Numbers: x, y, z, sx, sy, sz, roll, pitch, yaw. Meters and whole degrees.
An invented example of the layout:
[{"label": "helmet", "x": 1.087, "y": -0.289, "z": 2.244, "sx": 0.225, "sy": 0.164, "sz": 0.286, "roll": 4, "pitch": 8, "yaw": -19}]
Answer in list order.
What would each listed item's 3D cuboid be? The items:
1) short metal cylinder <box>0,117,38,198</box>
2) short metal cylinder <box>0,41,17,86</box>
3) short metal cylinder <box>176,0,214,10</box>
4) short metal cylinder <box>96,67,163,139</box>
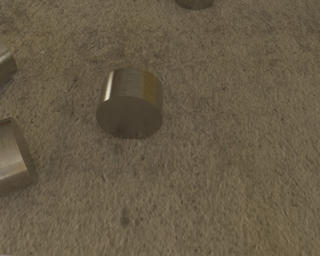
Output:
[{"label": "short metal cylinder", "x": -0.173, "y": 0.033, "z": 0.337, "sx": 0.050, "sy": 0.080, "sz": 0.080, "roll": -20, "pitch": 53, "yaw": -17}, {"label": "short metal cylinder", "x": -0.256, "y": -0.093, "z": 0.443, "sx": 0.080, "sy": 0.080, "sz": 0.050, "roll": 22, "pitch": 54, "yaw": 17}, {"label": "short metal cylinder", "x": 0.072, "y": -0.282, "z": 0.625, "sx": 0.081, "sy": 0.050, "sz": 0.080, "roll": 0, "pitch": 50, "yaw": 0}, {"label": "short metal cylinder", "x": -0.036, "y": -0.030, "z": 0.392, "sx": 0.081, "sy": 0.080, "sz": 0.050, "roll": 2, "pitch": 50, "yaw": 1}]
